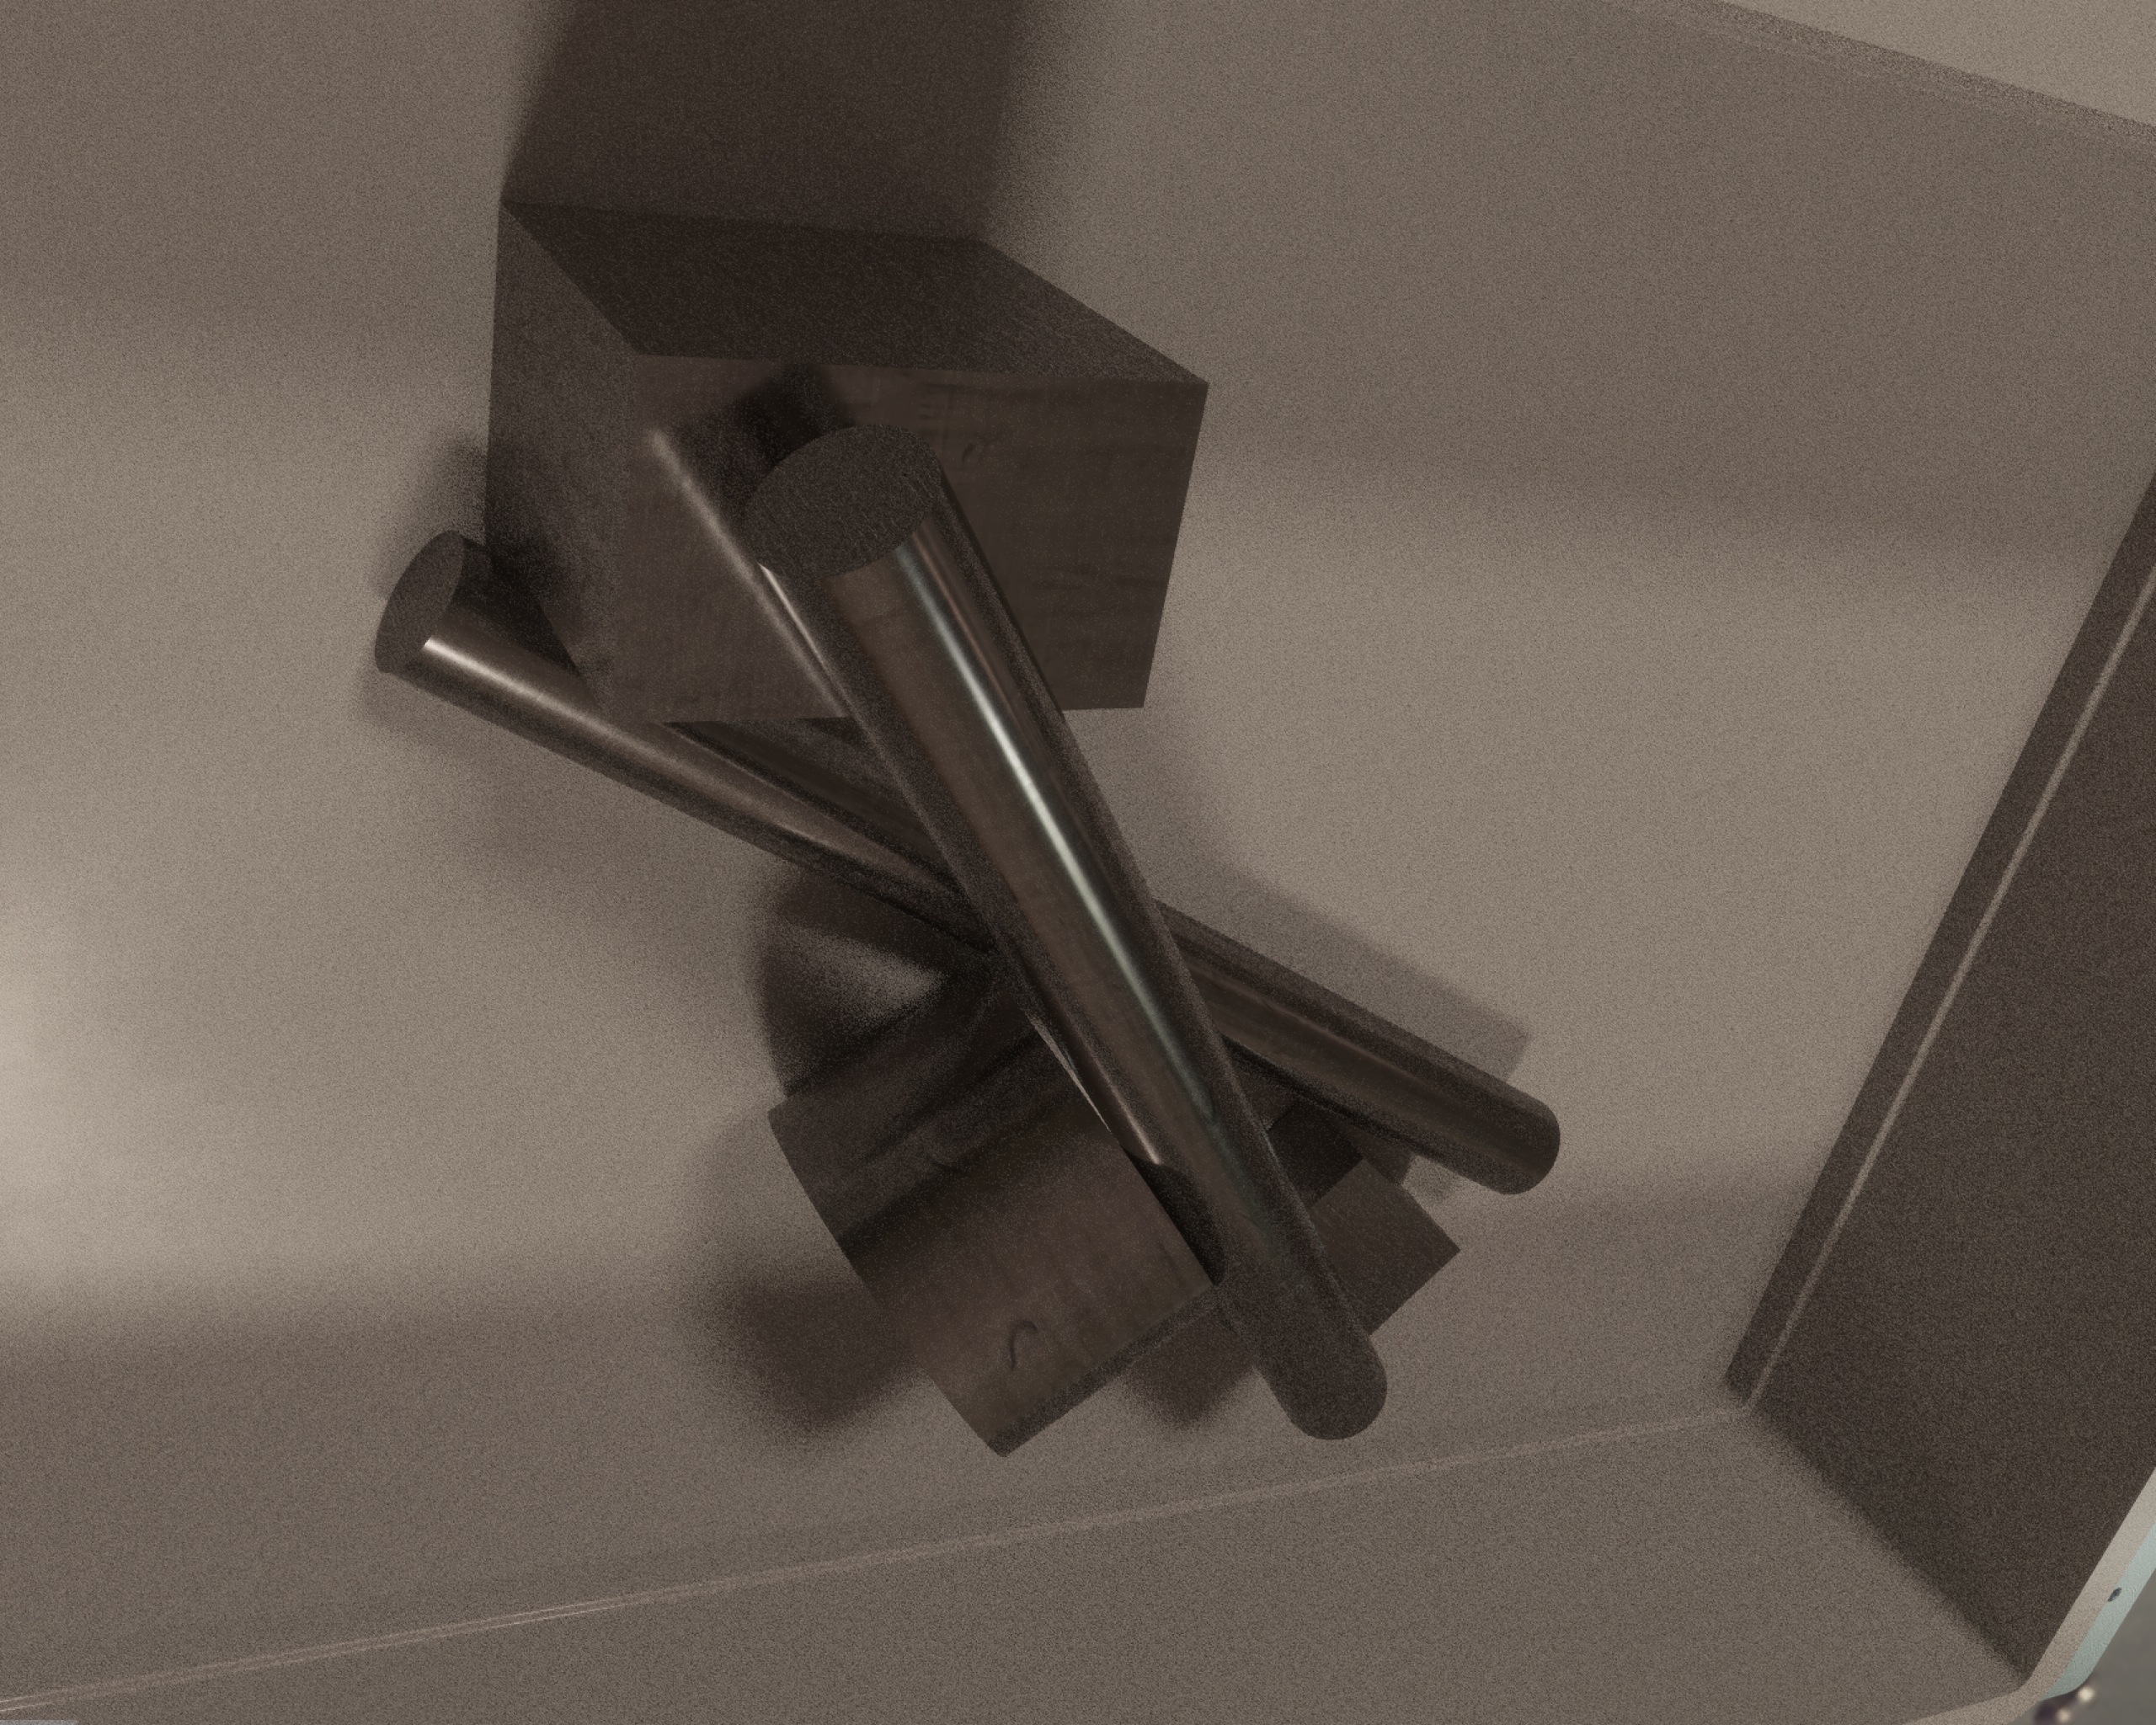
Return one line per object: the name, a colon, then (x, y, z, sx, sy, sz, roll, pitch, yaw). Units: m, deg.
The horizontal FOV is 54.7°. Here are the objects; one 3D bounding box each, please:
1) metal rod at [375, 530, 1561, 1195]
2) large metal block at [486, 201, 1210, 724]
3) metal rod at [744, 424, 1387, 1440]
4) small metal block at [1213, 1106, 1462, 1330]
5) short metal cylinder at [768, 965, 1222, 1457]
metal rod: (0.002, 0.014, 0.419, 0.301, 0.025, 0.025, 28, 103, -38)
large metal block: (-0.039, -0.062, 0.314, 0.081, 0.080, 0.050, -4, 120, -27)
metal rod: (0.016, 0.039, 0.366, 0.025, 0.025, 0.299, -35, 142, -6)
small metal block: (0.055, 0.091, 0.496, 0.050, 0.025, 0.050, -44, 130, 2)
short metal cylinder: (-0.016, 0.067, 0.404, 0.050, 0.080, 0.080, -35, 129, -6)
